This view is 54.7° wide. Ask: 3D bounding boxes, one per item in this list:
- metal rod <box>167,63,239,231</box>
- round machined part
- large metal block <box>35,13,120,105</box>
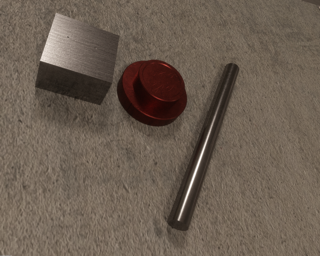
[{"bbox_3d":[0.072,0.004,0.442,0.025,0.025,0.301,32,51,-8],"label":"metal rod"},{"bbox_3d":[-0.005,-0.054,0.425,0.099,0.042,0.098,14,56,-21],"label":"round machined part"},{"bbox_3d":[-0.101,-0.084,0.386,0.081,0.050,0.080,15,55,-20],"label":"large metal block"}]
